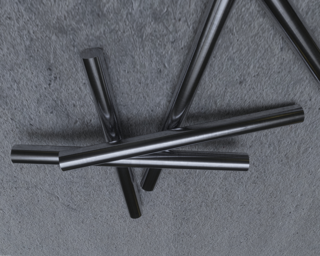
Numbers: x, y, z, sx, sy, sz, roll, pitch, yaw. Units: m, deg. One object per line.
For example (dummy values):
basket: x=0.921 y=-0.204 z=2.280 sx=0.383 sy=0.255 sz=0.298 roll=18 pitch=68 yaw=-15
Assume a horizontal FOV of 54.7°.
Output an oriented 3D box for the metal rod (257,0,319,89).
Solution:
metal rod: x=0.181 y=-0.068 z=0.350 sx=0.025 sy=0.025 sz=0.301 roll=-36 pitch=122 yaw=26

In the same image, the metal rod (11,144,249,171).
metal rod: x=-0.036 y=0.039 z=0.405 sx=0.302 sy=0.025 sz=0.025 roll=2 pitch=130 yaw=-3

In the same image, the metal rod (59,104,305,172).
metal rod: x=0.029 y=0.011 z=0.384 sx=0.302 sy=0.025 sz=0.025 roll=-11 pitch=130 yaw=-4

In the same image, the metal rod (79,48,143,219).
metal rod: x=-0.058 y=0.031 z=0.433 sx=0.025 sy=0.025 sz=0.298 roll=-5 pitch=130 yaw=4

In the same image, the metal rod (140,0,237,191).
metal rod: x=0.022 y=-0.021 z=0.389 sx=0.025 sy=0.025 sz=0.298 roll=12 pitch=129 yaw=-10
